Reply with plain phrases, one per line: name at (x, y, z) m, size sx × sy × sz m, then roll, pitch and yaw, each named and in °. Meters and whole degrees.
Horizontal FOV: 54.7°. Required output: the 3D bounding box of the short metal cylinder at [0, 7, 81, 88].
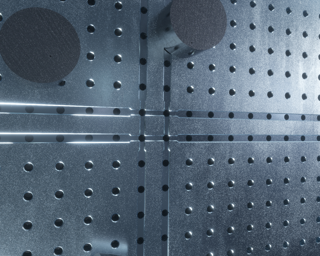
short metal cylinder at (-0.134, -0.087, 0.350) m, size 0.081 × 0.050 × 0.079 m, roll 0°, pitch 90°, yaw -20°

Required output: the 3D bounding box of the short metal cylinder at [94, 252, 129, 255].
short metal cylinder at (-0.056, 0.192, 0.364) m, size 0.050 × 0.080 × 0.080 m, roll 16°, pitch 85°, yaw -20°

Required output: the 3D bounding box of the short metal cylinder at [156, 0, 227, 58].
short metal cylinder at (0.042, -0.139, 0.416) m, size 0.081 × 0.050 × 0.079 m, roll 0°, pitch 90°, yaw -20°
